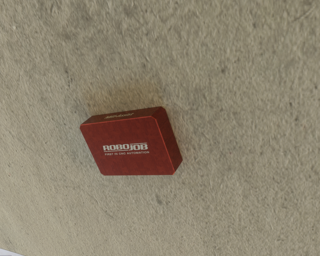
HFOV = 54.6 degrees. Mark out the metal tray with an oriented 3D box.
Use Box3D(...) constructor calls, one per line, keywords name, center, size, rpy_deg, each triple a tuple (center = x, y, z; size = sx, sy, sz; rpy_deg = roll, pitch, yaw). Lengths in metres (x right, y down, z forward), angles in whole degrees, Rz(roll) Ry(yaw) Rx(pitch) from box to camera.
Box3D(name="metal tray", center=(-0.042, 0.022, 0.440), size=(0.130, 0.030, 0.090), rpy_deg=(-6, 116, 31))
